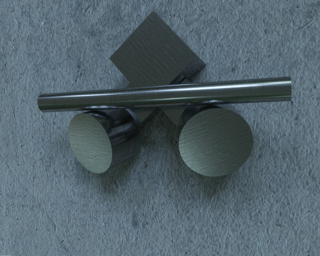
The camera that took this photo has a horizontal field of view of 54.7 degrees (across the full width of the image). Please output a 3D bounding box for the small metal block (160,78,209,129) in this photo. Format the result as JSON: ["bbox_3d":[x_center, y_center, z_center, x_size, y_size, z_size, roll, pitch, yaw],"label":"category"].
[{"bbox_3d":[0.036,-0.027,0.397,0.050,0.025,0.050,-45,76,14],"label":"small metal block"}]

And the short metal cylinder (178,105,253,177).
[{"bbox_3d":[0.061,0.009,0.360,0.080,0.050,0.079,0,108,1],"label":"short metal cylinder"}]

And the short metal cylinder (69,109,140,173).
[{"bbox_3d":[-0.074,0.013,0.407,0.080,0.050,0.079,15,115,34],"label":"short metal cylinder"}]

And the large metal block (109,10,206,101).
[{"bbox_3d":[-0.002,-0.085,0.395,0.080,0.050,0.080,-44,77,14],"label":"large metal block"}]

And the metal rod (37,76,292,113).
[{"bbox_3d":[-0.011,-0.036,0.359,0.301,0.025,0.025,-1,90,19],"label":"metal rod"}]

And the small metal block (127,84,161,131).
[{"bbox_3d":[-0.032,-0.029,0.422,0.050,0.025,0.050,-45,76,13],"label":"small metal block"}]
